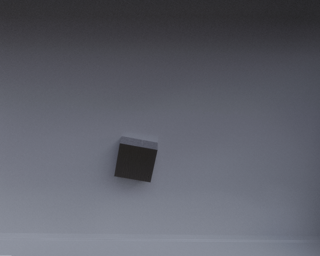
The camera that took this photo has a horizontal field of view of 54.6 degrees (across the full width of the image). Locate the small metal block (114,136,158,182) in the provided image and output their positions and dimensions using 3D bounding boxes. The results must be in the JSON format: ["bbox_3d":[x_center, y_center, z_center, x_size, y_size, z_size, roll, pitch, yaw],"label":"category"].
[{"bbox_3d":[-0.033,0.043,0.427,0.050,0.025,0.050,11,110,-4],"label":"small metal block"}]
